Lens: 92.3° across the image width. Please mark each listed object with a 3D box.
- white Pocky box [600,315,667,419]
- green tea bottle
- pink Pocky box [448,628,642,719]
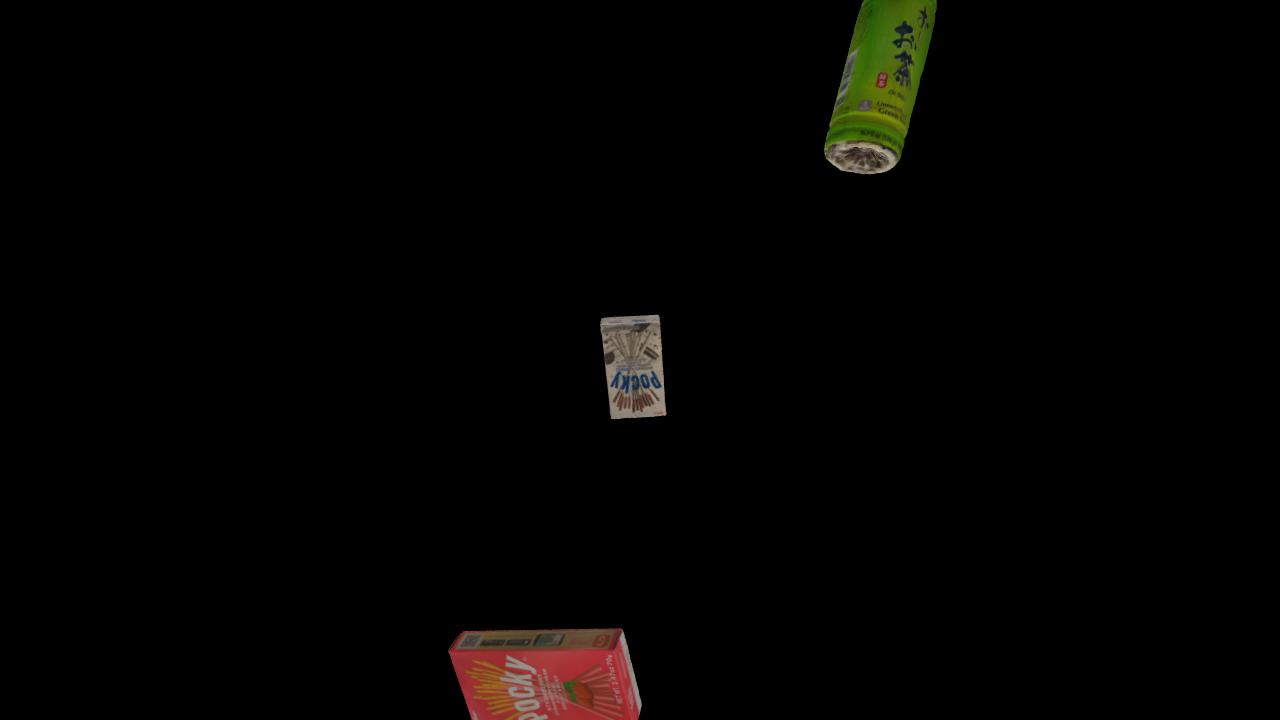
[{"bbox_3d":[-0.008,0.012,0.871,0.084,0.154,0.028,-4,27,2],"label":"white Pocky box"},{"bbox_3d":[0.229,-0.286,0.573,0.073,0.212,0.073,13,-2,1],"label":"green tea bottle"},{"bbox_3d":[-0.082,0.274,0.528,0.155,0.084,0.029,-7,16,15],"label":"pink Pocky box"}]
